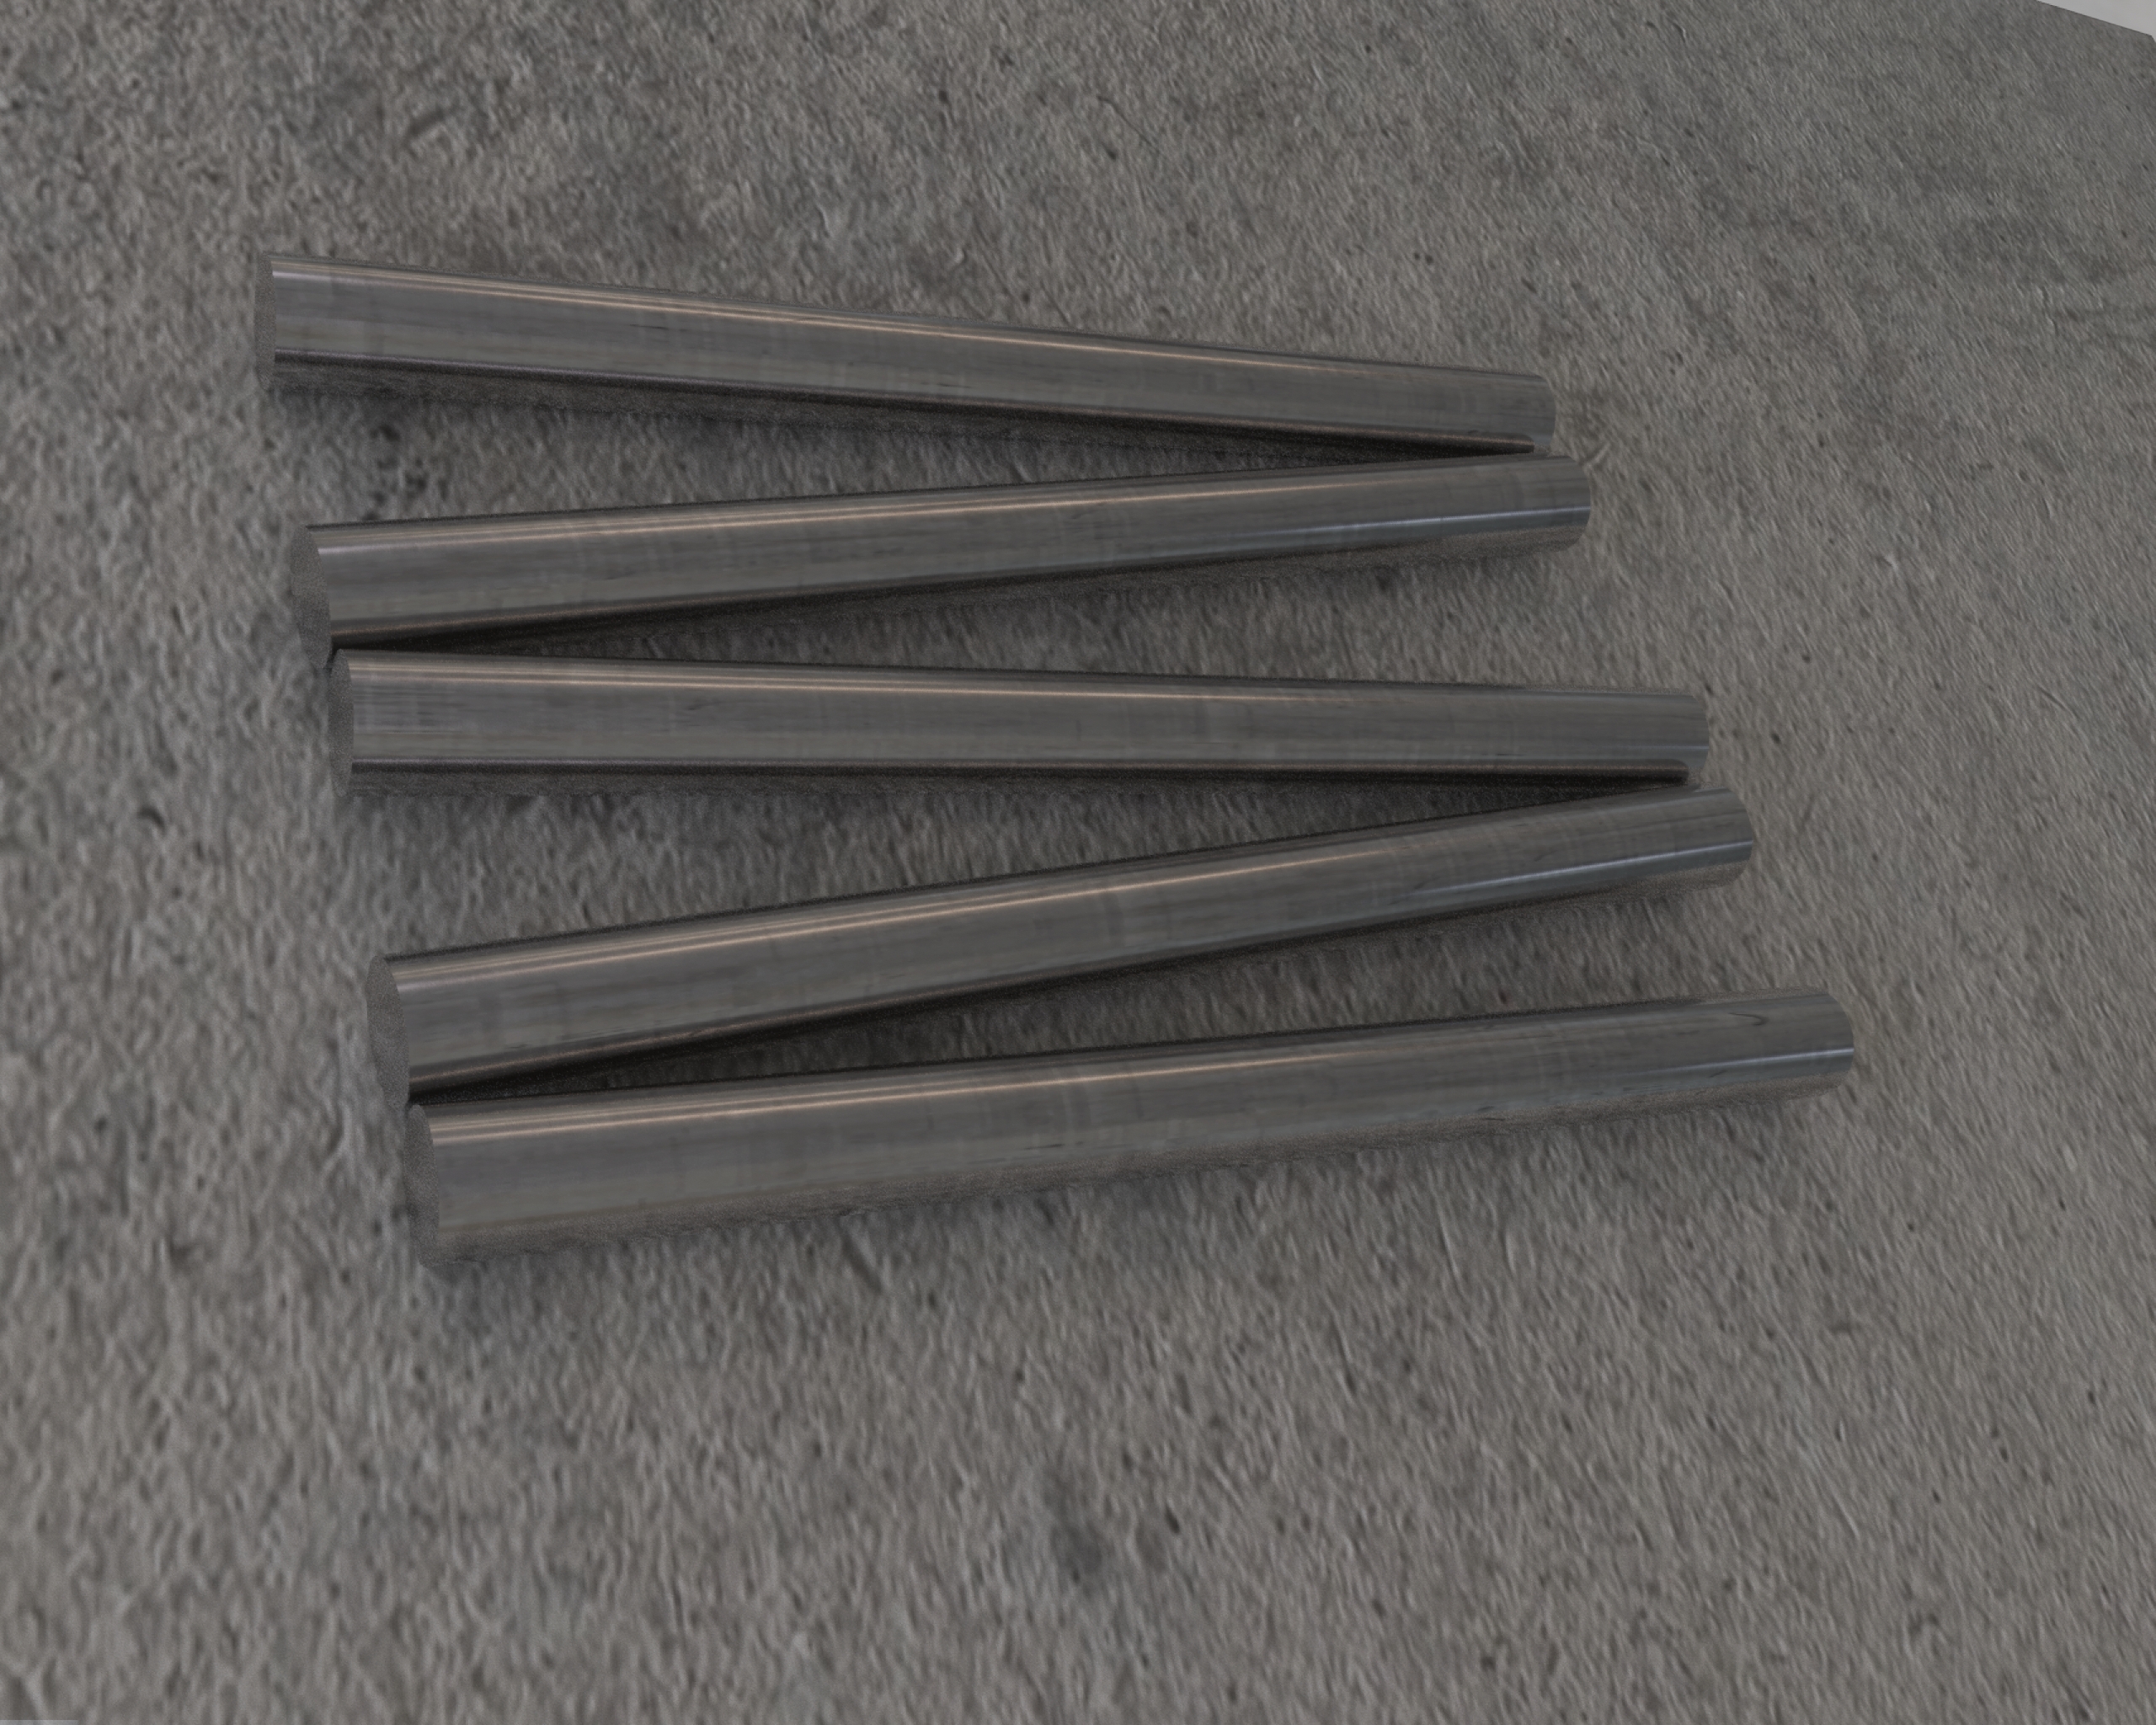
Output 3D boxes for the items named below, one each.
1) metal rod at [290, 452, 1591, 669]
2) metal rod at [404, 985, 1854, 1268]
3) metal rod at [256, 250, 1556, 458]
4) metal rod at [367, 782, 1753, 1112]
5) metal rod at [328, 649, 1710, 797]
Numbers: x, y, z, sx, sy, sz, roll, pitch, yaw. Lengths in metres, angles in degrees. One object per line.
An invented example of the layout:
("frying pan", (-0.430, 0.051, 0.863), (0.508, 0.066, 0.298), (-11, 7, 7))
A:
("metal rod", (-0.007, -0.068, 0.441), (0.303, 0.025, 0.025), (-10, 67, -32))
("metal rod", (0.032, 0.045, 0.393), (0.303, 0.025, 0.025), (-2, 63, -29))
("metal rod", (-0.018, -0.106, 0.458), (0.303, 0.025, 0.025), (-3, 63, -30))
("metal rod", (0.019, 0.010, 0.407), (0.303, 0.025, 0.025), (-7, 66, -31))
("metal rod", (0.009, -0.026, 0.423), (0.303, 0.025, 0.025), (-1, 63, -29))
